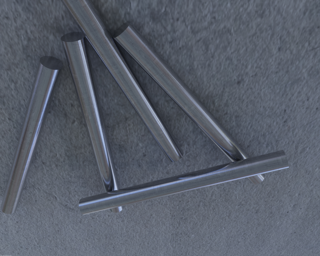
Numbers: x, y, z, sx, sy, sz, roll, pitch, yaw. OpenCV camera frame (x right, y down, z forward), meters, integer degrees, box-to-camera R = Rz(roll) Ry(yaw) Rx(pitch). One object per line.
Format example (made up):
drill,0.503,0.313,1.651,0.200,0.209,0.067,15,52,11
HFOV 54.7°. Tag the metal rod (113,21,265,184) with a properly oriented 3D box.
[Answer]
metal rod,0.054,-0.013,0.396,0.025,0.025,0.300,-32,124,24

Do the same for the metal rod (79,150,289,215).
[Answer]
metal rod,0.025,0.080,0.441,0.301,0.025,0.025,-16,129,12

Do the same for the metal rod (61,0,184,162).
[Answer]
metal rod,-0.043,-0.064,0.352,0.025,0.025,0.299,-20,128,16

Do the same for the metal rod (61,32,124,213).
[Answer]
metal rod,-0.082,0.018,0.421,0.025,0.025,0.298,-3,130,2

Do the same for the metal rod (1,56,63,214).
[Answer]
metal rod,-0.186,0.030,0.429,0.025,0.025,0.298,20,127,-17
